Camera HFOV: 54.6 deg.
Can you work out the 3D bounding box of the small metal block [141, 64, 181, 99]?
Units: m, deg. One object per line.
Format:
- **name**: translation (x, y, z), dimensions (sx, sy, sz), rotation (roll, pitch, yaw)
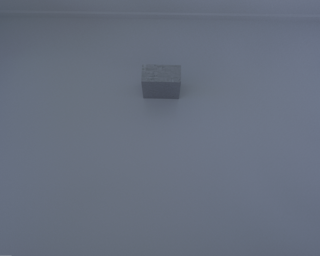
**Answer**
- **small metal block**: translation (0.002, -0.062, 0.419), dimensions (0.050, 0.050, 0.025), rotation (1, 70, 0)
